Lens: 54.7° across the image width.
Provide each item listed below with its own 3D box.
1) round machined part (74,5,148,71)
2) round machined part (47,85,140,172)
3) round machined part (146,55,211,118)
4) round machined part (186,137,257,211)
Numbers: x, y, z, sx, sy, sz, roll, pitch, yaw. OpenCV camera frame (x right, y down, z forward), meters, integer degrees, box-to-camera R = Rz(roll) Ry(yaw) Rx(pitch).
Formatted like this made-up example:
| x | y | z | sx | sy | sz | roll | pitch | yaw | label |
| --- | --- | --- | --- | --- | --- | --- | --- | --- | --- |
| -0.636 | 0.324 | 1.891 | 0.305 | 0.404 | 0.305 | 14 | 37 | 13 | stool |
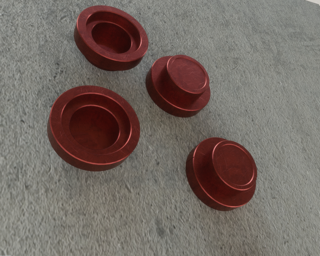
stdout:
| x | y | z | sx | sy | sz | roll | pitch | yaw | label |
| --- | --- | --- | --- | --- | --- | --- | --- | --- | --- |
| -0.069 | -0.118 | 0.427 | 0.099 | 0.042 | 0.098 | 14 | 56 | -21 | round machined part |
| -0.076 | 0.004 | 0.350 | 0.099 | 0.042 | 0.098 | 14 | 56 | -21 | round machined part |
| 0.032 | -0.067 | 0.451 | 0.099 | 0.042 | 0.098 | 14 | 56 | -21 | round machined part |
| 0.087 | 0.055 | 0.406 | 0.099 | 0.042 | 0.098 | 14 | 56 | -21 | round machined part |
